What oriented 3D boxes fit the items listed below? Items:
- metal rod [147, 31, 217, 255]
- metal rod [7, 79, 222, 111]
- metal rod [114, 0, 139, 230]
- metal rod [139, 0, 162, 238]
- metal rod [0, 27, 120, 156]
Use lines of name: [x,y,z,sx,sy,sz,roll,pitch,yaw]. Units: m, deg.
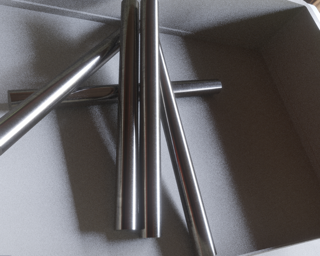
metal rod: [0.018,0.005,0.391,0.025,0.025,0.299,-4,70,-30]
metal rod: [-0.036,-0.048,0.416,0.303,0.025,0.025,-9,66,-32]
metal rod: [-0.039,-0.033,0.377,0.025,0.025,0.299,9,67,-24]
metal rod: [-0.012,-0.026,0.375,0.025,0.025,0.299,7,71,-25]
metal rod: [-0.092,-0.073,0.375,0.025,0.025,0.301,36,43,-4]
